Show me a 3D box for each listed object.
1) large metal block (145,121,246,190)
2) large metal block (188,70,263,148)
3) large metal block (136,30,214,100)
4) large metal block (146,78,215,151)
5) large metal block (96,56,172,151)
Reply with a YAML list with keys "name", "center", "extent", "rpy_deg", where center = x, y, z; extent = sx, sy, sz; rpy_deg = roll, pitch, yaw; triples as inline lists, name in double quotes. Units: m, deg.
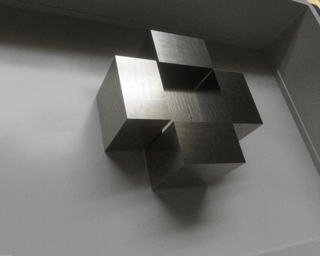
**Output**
- name: "large metal block"
  center: [0.038, 0.034, 0.368]
  extent: [0.081, 0.080, 0.050]
  rpy_deg: [2, 61, -27]
- name: "large metal block"
  center: [0.083, -0.022, 0.427]
  extent: [0.050, 0.080, 0.080]
  rpy_deg: [1, 62, -28]
- name: "large metal block"
  center: [0.013, -0.081, 0.424]
  extent: [0.081, 0.080, 0.050]
  rpy_deg: [1, 62, -28]
- name: "large metal block"
  center: [0.020, -0.017, 0.407]
  extent: [0.081, 0.050, 0.080]
  rpy_deg: [1, 62, -28]
- name: "large metal block"
  center: [-0.035, -0.026, 0.366]
  extent: [0.050, 0.080, 0.080]
  rpy_deg: [1, 62, -28]
